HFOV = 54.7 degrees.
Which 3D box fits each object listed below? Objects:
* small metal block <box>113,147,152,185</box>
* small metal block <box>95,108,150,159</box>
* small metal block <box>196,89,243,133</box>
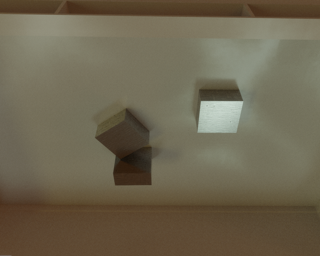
[{"bbox_3d":[-0.037,0.053,0.438,0.050,0.050,0.025,-1,130,0],"label":"small metal block"},{"bbox_3d":[-0.050,0.009,0.416,0.050,0.025,0.050,-29,125,22],"label":"small metal block"},{"bbox_3d":[0.073,-0.021,0.392,0.050,0.025,0.050,0,130,-1],"label":"small metal block"}]
